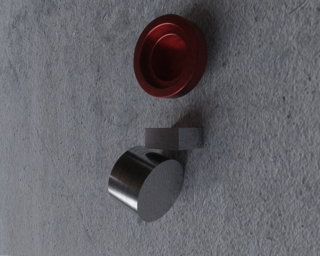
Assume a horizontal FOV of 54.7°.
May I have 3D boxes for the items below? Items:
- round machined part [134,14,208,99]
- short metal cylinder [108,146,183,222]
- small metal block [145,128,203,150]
[{"bbox_3d":[0.017,-0.085,0.380,0.098,0.042,0.097,0,90,40],"label":"round machined part"},{"bbox_3d":[-0.016,0.067,0.383,0.050,0.081,0.079,22,104,38],"label":"short metal cylinder"},{"bbox_3d":[0.018,0.012,0.374,0.050,0.050,0.025,0,90,40],"label":"small metal block"}]
